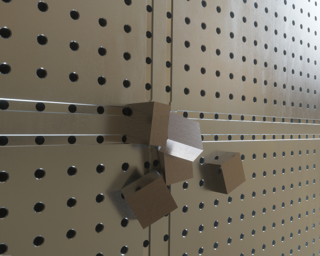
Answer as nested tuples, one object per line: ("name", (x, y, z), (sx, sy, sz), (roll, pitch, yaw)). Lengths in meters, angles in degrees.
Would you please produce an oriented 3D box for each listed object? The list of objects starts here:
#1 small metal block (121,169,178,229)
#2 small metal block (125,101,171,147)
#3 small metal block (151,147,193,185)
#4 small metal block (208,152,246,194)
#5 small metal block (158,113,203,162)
("small metal block", (-0.013, 0.088, 0.386), (0.050, 0.025, 0.050), (-30, 111, -10))
("small metal block", (-0.016, -0.004, 0.379), (0.025, 0.050, 0.050), (10, 84, -40))
("small metal block", (0.017, 0.047, 0.423), (0.050, 0.025, 0.050), (-7, 95, -40))
("small metal block", (0.109, 0.071, 0.499), (0.050, 0.025, 0.050), (-24, 105, -37))
("small metal block", (0.026, 0.011, 0.405), (0.050, 0.025, 0.050), (19, 42, -19))
